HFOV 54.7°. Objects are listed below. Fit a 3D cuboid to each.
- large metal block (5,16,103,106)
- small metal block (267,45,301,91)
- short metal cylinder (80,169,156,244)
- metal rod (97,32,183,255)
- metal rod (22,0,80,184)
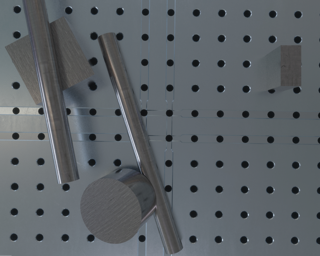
[{"bbox_3d":[-0.133,-0.082,0.400,0.080,0.050,0.080,-28,90,0],"label":"large metal block"},{"bbox_3d":[0.160,-0.076,0.402,0.025,0.050,0.050,0,90,0],"label":"small metal block"},{"bbox_3d":[-0.051,0.096,0.389,0.080,0.050,0.079,2,96,18],"label":"short metal cylinder"},{"bbox_3d":[-0.026,0.020,0.413,0.025,0.025,0.298,-18,90,0],"label":"metal rod"},{"bbox_3d":[-0.135,-0.084,0.362,0.025,0.025,0.298,-11,90,0],"label":"metal rod"}]
